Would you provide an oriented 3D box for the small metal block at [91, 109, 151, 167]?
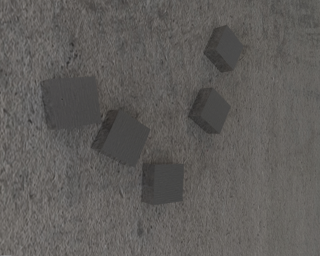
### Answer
[{"bbox_3d":[-0.045,0.012,0.366,0.050,0.025,0.050,34,69,-35],"label":"small metal block"}]

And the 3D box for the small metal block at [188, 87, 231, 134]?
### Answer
[{"bbox_3d":[0.076,-0.025,0.467,0.050,0.025,0.050,39,66,-33],"label":"small metal block"}]

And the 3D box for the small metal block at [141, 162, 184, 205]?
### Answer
[{"bbox_3d":[0.004,0.072,0.408,0.050,0.025,0.050,4,88,-40],"label":"small metal block"}]

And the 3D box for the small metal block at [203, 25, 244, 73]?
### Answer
[{"bbox_3d":[0.101,-0.124,0.489,0.050,0.025,0.050,39,67,-33],"label":"small metal block"}]

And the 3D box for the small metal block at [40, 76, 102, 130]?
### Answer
[{"bbox_3d":[-0.093,-0.027,0.326,0.050,0.025,0.050,-12,98,-39],"label":"small metal block"}]
